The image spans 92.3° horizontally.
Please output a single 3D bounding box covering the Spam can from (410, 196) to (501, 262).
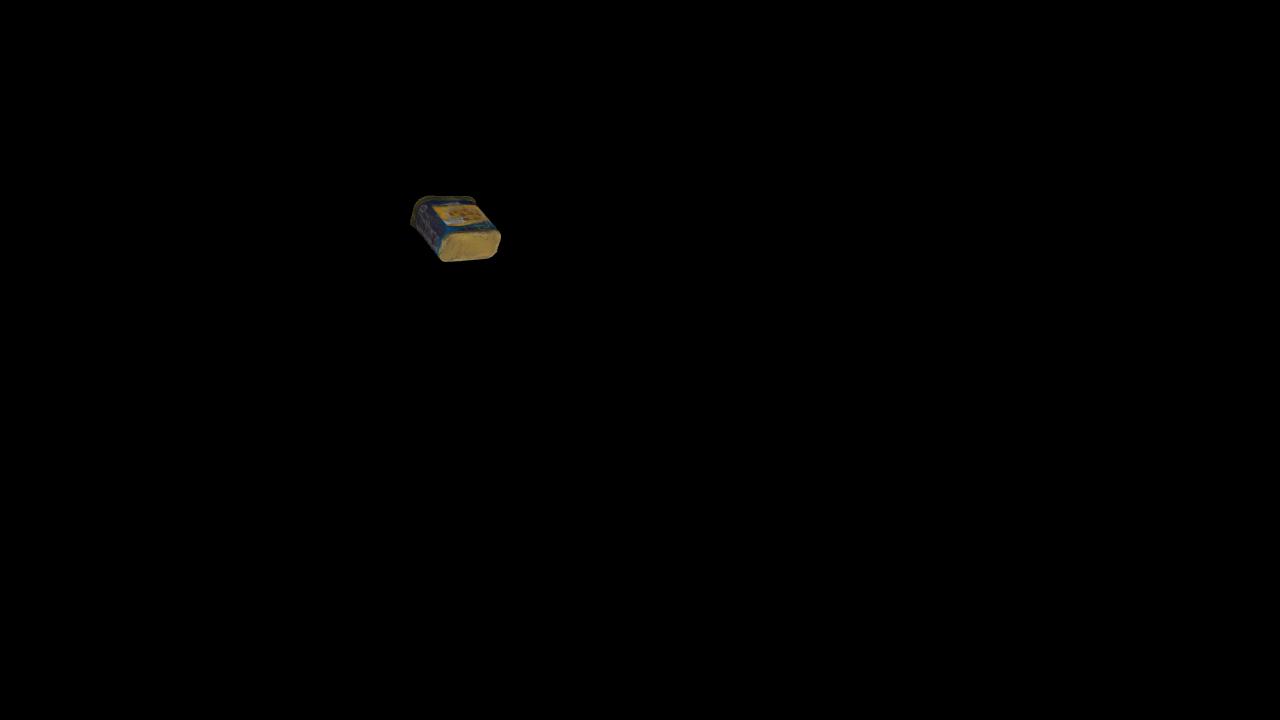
[{"bbox_3d":[-0.266,-0.191,0.897,0.101,0.058,0.085,-17,56,-46],"label":"Spam can"}]
